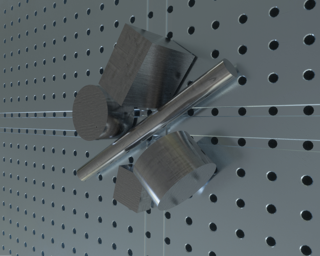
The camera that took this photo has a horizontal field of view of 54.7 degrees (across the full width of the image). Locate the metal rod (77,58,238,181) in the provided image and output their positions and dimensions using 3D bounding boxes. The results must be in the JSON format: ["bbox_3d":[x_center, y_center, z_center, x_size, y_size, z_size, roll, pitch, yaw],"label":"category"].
[{"bbox_3d":[-0.024,0.005,0.424,0.299,0.025,0.025,-35,69,34],"label":"metal rod"}]

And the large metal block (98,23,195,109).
[{"bbox_3d":[-0.016,-0.072,0.382,0.050,0.081,0.080,44,116,31],"label":"large metal block"}]

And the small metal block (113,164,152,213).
[{"bbox_3d":[-0.036,0.083,0.434,0.050,0.025,0.050,20,102,38],"label":"small metal block"}]

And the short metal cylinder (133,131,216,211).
[{"bbox_3d":[0.017,0.049,0.355,0.050,0.081,0.080,51,120,27],"label":"short metal cylinder"}]

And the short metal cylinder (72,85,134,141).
[{"bbox_3d":[-0.084,-0.022,0.458,0.080,0.050,0.079,0,90,40],"label":"short metal cylinder"}]
